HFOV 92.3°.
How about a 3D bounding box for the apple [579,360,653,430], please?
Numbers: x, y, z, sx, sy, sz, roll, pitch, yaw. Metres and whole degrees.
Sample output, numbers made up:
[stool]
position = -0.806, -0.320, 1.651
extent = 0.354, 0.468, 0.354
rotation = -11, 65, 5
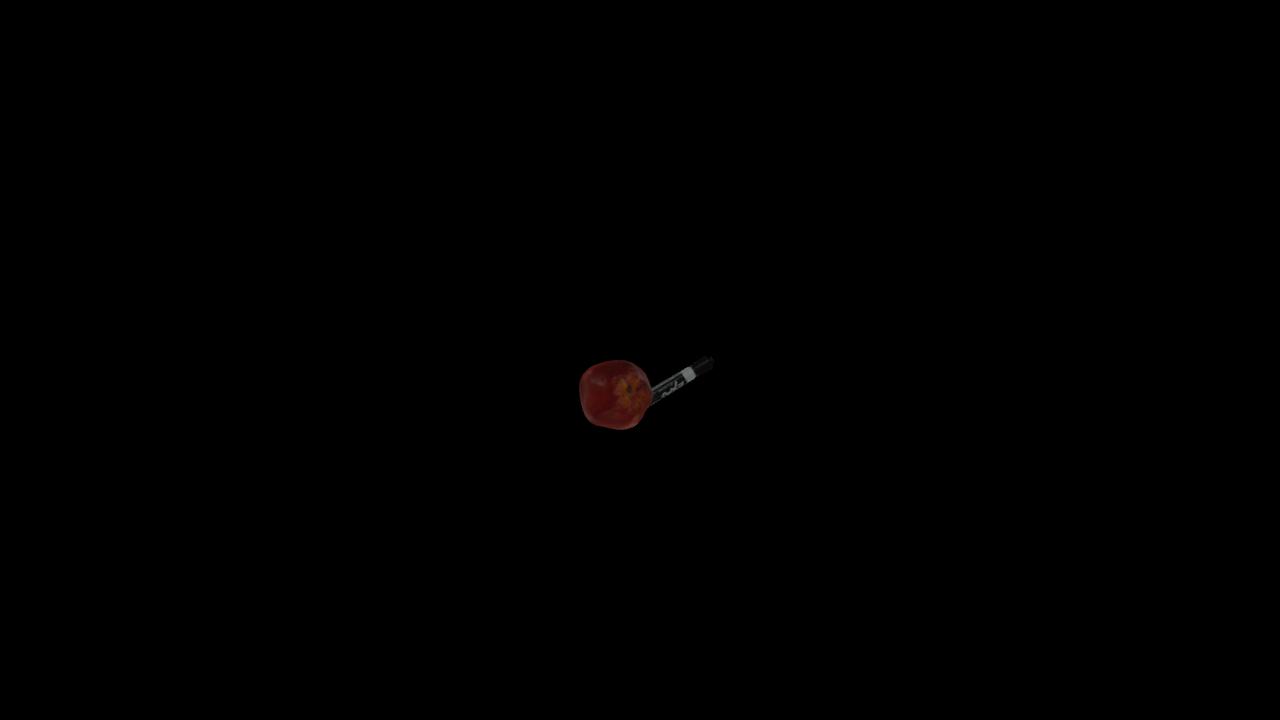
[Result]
[apple]
position = -0.026, 0.036, 0.650
extent = 0.079, 0.079, 0.093
rotation = 0, -4, -17

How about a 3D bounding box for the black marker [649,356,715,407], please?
[black marker]
position = 0.038, 0.031, 0.754
extent = 0.121, 0.020, 0.020
rotation = -31, 0, 0
